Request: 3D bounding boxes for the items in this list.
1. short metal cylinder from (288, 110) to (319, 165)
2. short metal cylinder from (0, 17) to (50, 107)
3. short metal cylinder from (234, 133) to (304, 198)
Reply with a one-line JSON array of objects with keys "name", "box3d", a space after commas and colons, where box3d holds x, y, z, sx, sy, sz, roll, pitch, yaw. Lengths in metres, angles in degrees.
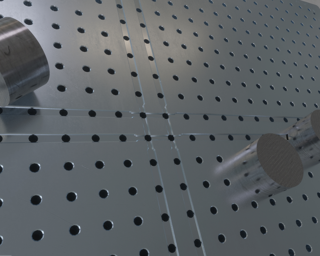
[{"name": "short metal cylinder", "box3d": [0.268, 0.016, 0.526, 0.081, 0.050, 0.080, 14, 56, -21]}, {"name": "short metal cylinder", "box3d": [-0.165, -0.069, 0.326, 0.080, 0.080, 0.050, 44, 51, 2]}, {"name": "short metal cylinder", "box3d": [0.154, 0.054, 0.442, 0.081, 0.050, 0.080, 14, 56, -21]}]
